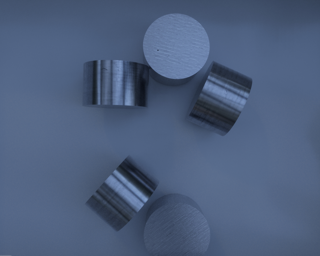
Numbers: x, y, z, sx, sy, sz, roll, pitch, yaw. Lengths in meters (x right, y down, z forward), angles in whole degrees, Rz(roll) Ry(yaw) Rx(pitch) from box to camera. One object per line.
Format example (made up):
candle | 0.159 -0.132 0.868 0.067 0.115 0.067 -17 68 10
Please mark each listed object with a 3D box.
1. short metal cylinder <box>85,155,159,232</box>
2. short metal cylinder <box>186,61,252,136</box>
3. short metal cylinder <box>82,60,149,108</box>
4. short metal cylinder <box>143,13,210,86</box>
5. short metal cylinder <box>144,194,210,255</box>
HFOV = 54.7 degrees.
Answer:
short metal cylinder | -0.046 0.079 0.383 0.050 0.080 0.080 42 90 -1
short metal cylinder | 0.072 -0.036 0.385 0.050 0.080 0.080 25 90 -1
short metal cylinder | -0.054 -0.051 0.383 0.081 0.080 0.050 1 90 -1
short metal cylinder | 0.019 -0.098 0.397 0.081 0.050 0.079 0 88 -3
short metal cylinder | 0.021 0.130 0.399 0.081 0.050 0.079 0 90 -1
